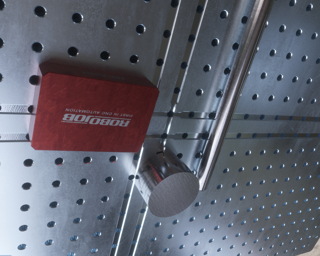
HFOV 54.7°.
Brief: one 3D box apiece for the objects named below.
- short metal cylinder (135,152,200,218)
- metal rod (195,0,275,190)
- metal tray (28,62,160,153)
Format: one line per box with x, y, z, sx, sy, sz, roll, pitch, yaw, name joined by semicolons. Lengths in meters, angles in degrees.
0.010;0.082;0.451;0.081;0.050;0.079;-14;124;-21;short metal cylinder
0.098;-0.037;0.441;0.025;0.025;0.298;0;119;-28;metal rod
-0.074;-0.018;0.356;0.131;0.030;0.089;4;116;-31;metal tray
